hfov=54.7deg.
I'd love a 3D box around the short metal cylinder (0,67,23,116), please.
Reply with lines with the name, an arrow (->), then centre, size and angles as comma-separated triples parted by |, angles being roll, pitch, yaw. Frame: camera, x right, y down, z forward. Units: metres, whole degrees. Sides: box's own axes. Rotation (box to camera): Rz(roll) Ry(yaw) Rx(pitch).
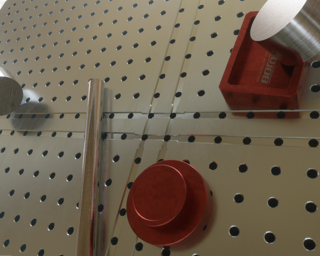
short metal cylinder -> -0.305, -0.069, 0.576 | 0.080, 0.080, 0.050 | -47, 51, -4

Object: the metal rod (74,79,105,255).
metal rod -> -0.094, 0.053, 0.425 | 0.025, 0.025, 0.299 | -17, 55, 19

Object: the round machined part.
round machined part -> 0.005, 0.080, 0.346 | 0.098, 0.042, 0.098 | -13, 56, 21

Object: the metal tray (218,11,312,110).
metal tray -> 0.137, -0.089, 0.387 | 0.090, 0.030, 0.130 | 10, 67, 32

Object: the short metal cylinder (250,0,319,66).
short metal cylinder -> 0.149, -0.117, 0.346 | 0.080, 0.050, 0.080 | -47, 24, 29
